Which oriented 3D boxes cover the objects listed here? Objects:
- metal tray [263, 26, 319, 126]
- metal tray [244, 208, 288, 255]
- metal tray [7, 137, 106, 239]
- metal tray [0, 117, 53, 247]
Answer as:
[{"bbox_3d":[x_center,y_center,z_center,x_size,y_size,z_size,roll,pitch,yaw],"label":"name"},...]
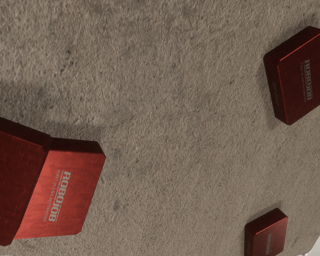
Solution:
[{"bbox_3d":[0.214,-0.077,0.476,0.090,0.030,0.130,-34,129,-6],"label":"metal tray"},{"bbox_3d":[0.234,0.246,0.687,0.091,0.030,0.129,-22,127,-16],"label":"metal tray"},{"bbox_3d":[-0.129,0.075,0.380,0.091,0.030,0.129,8,115,-32],"label":"metal tray"},{"bbox_3d":[-0.177,0.053,0.318,0.091,0.030,0.129,22,108,-13],"label":"metal tray"}]
